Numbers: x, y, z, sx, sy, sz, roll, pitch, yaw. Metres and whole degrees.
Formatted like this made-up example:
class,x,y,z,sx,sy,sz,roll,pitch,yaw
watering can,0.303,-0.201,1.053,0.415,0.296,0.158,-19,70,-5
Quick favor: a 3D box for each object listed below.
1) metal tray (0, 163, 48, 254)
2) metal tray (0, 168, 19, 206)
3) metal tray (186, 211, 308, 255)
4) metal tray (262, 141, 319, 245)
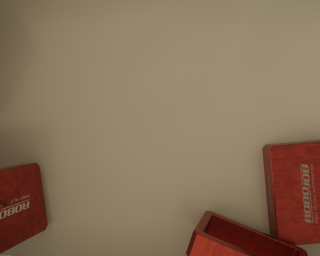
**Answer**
class,x,y,z,sx,sy,sz,roll,pitch,yaw
metal tray,-0.190,0.095,0.356,0.030,0.130,0.089,-8,90,20
metal tray,-0.229,0.044,0.323,0.090,0.130,0.030,-6,54,19
metal tray,0.104,0.146,0.361,0.130,0.090,0.030,19,96,17
metal tray,0.191,0.084,0.410,0.091,0.030,0.129,-5,90,0
